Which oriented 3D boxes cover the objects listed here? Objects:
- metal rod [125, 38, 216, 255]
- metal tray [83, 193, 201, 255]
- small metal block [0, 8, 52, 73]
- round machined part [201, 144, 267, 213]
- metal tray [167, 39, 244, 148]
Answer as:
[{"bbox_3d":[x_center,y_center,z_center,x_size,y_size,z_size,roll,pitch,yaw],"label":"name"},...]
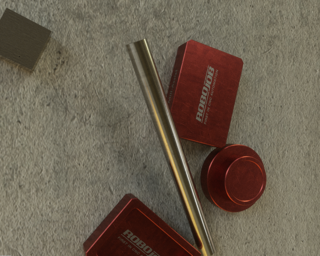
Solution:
[{"bbox_3d":[0.020,0.038,0.391,0.025,0.025,0.298,-25,109,-18],"label":"metal rod"},{"bbox_3d":[-0.020,0.159,0.399,0.130,0.030,0.090,45,76,-15],"label":"metal tray"},{"bbox_3d":[-0.158,-0.097,0.351,0.050,0.025,0.050,26,81,-19],"label":"small metal block"},{"bbox_3d":[0.111,0.072,0.443,0.099,0.042,0.097,0,90,-21],"label":"round machined part"},{"bbox_3d":[0.058,-0.045,0.429,0.091,0.030,0.129,15,85,-20],"label":"metal tray"}]
